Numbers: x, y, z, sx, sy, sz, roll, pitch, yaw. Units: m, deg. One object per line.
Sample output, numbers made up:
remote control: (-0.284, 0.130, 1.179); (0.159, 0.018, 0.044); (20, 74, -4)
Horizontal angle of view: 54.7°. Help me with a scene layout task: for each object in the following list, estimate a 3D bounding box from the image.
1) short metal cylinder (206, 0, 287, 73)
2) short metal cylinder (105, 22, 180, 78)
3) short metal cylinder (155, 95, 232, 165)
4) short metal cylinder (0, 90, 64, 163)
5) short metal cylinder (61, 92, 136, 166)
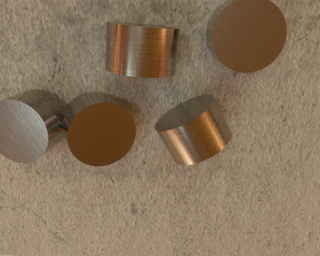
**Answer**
short metal cylinder: (0.097, -0.108, 0.358); (0.081, 0.050, 0.079); (0, 110, -1)
short metal cylinder: (-0.020, -0.089, 0.347); (0.081, 0.080, 0.050); (5, 110, -2)
short metal cylinder: (0.041, 0.001, 0.382); (0.080, 0.080, 0.050); (-27, 108, 9)
short metal cylinder: (-0.164, -0.003, 0.386); (0.080, 0.050, 0.079); (3, 110, 10)
short metal cylinder: (-0.076, 0.000, 0.381); (0.081, 0.050, 0.079); (-9, 114, -22)
